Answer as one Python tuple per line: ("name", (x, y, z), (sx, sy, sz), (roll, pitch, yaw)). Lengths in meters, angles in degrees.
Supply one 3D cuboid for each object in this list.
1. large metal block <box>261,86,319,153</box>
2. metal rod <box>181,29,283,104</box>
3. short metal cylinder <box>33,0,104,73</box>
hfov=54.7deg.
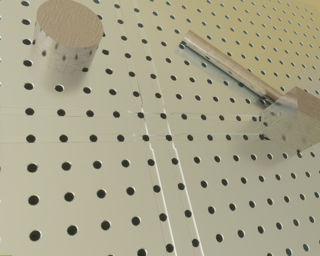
("large metal block", (0.223, -0.011, 0.503), (0.080, 0.080, 0.050), (24, 53, -14))
("metal rod", (0.169, -0.078, 0.549), (0.301, 0.025, 0.025), (33, 51, -7))
("short metal cylinder", (-0.120, -0.119, 0.401), (0.081, 0.050, 0.080), (14, 56, -21))
